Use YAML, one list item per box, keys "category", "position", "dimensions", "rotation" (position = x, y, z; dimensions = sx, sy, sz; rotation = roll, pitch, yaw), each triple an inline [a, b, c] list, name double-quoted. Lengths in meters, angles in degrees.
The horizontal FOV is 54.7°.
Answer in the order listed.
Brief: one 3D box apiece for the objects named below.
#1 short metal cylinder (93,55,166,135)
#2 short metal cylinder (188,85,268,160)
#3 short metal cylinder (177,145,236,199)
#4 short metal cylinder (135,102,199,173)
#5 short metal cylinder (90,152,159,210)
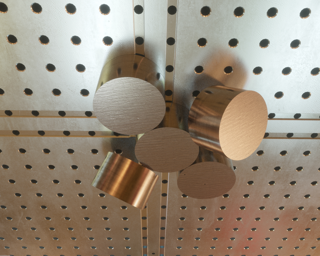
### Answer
- category: "short metal cylinder"
  position: [-0.034, -0.038, 0.362]
  dimensions: [0.081, 0.050, 0.079]
  rotation: [0, 130, 0]
- category: "short metal cylinder"
  position: [0.080, -0.008, 0.363]
  dimensions: [0.081, 0.050, 0.079]
  rotation: [-11, 109, -34]
- category: "short metal cylinder"
  position: [0.064, 0.057, 0.445]
  dimensions: [0.081, 0.050, 0.079]
  rotation: [0, 130, 0]
- category: "short metal cylinder"
  position: [0.009, 0.013, 0.406]
  dimensions: [0.081, 0.050, 0.079]
  rotation: [0, 130, 0]
- category: "short metal cylinder"
  position: [-0.048, 0.074, 0.430]
  dimensions: [0.080, 0.050, 0.080]
  rotation: [24, 166, 7]
